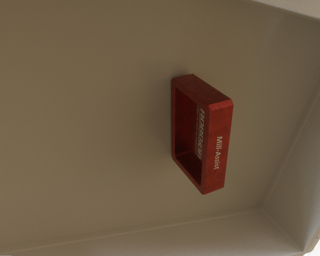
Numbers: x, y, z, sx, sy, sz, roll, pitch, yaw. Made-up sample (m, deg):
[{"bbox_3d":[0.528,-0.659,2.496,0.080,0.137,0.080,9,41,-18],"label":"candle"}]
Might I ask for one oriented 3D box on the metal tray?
[{"bbox_3d":[0.048,0.008,0.393,0.030,0.090,0.129,-16,125,-21],"label":"metal tray"}]
